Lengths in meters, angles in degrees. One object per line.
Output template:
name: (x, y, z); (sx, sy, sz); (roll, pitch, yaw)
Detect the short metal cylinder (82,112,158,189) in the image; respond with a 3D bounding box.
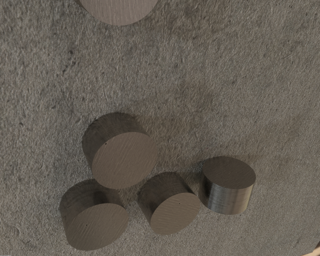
short metal cylinder: (-0.050, 0.027, 0.380); (0.081, 0.050, 0.079); (-14, 124, -21)

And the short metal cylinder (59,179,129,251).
short metal cylinder: (-0.088, 0.115, 0.413); (0.081, 0.050, 0.079); (-14, 124, -21)

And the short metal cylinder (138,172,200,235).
short metal cylinder: (0.013, 0.113, 0.468); (0.081, 0.050, 0.079); (-14, 124, -21)

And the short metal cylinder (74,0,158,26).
short metal cylinder: (-0.044, -0.139, 0.280); (0.081, 0.050, 0.079); (-14, 124, -21)

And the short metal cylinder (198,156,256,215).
short metal cylinder: (0.103, 0.087, 0.481); (0.081, 0.080, 0.050); (-9, 123, -24)
